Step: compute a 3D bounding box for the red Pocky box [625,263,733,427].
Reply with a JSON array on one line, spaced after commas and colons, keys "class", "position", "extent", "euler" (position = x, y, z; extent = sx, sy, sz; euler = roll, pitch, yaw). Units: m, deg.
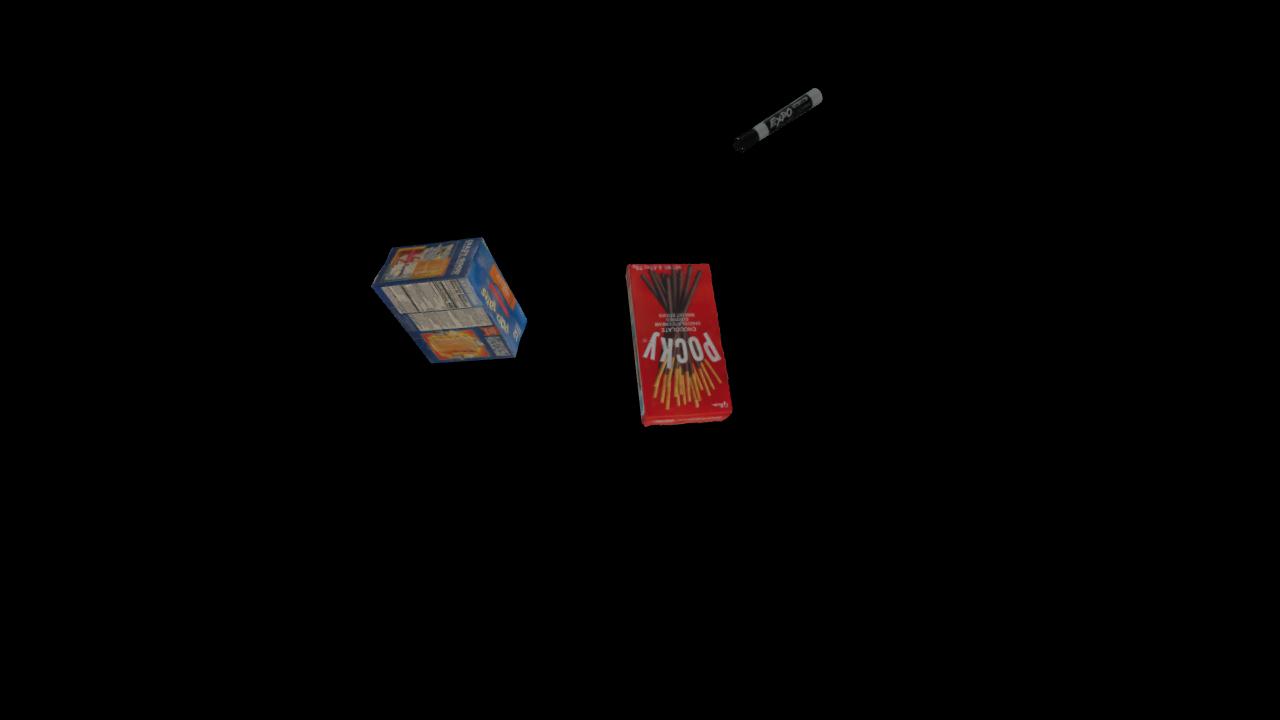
[{"class": "red Pocky box", "position": [0.035, -0.018, 0.576], "extent": [0.083, 0.155, 0.028], "euler": [-3, -19, -12]}]

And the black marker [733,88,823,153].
[{"class": "black marker", "position": [0.156, -0.272, 0.701], "extent": [0.121, 0.020, 0.020], "euler": [-35, 7, -10]}]

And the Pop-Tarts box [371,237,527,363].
[{"class": "Pop-Tarts box", "position": [-0.260, -0.079, 0.868], "extent": [0.141, 0.083, 0.167], "euler": [-4, -38, 14]}]
